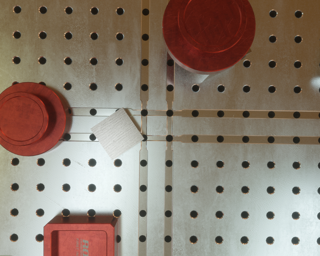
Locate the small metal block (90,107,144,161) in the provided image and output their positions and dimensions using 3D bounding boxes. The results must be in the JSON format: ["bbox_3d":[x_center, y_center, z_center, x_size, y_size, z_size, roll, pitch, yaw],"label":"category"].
[{"bbox_3d":[-0.055,0.008,0.413,0.050,0.025,0.050,-34,90,0],"label":"small metal block"}]

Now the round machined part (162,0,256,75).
[{"bbox_3d":[0.052,-0.108,0.325,0.099,0.042,0.097,0,90,0],"label":"round machined part"}]

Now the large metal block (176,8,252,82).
[{"bbox_3d":[0.062,-0.110,0.386,0.050,0.080,0.080,-28,90,0],"label":"large metal block"}]

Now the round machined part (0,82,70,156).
[{"bbox_3d":[-0.172,-0.011,0.403,0.099,0.042,0.097,0,90,0],"label":"round machined part"}]

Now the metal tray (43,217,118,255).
[{"bbox_3d":[-0.104,0.186,0.409,0.091,0.030,0.129,0,90,0],"label":"metal tray"}]
